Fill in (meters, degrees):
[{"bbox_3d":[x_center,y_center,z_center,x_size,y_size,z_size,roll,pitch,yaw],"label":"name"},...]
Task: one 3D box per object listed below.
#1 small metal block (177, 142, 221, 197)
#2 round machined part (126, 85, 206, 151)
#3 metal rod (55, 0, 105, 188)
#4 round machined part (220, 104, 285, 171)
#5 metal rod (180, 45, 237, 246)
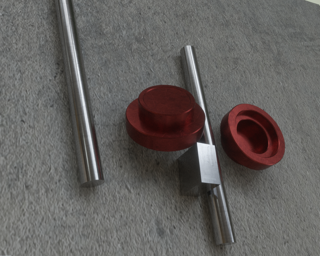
[{"bbox_3d":[0.046,0.052,0.381,0.025,0.050,0.050,11,57,-23],"label":"small metal block"},{"bbox_3d":[0.007,-0.019,0.381,0.099,0.042,0.098,3,37,-2],"label":"round machined part"},{"bbox_3d":[-0.107,-0.073,0.390,0.025,0.025,0.299,-1,62,-29],"label":"metal rod"},{"bbox_3d":[0.129,0.017,0.452,0.099,0.042,0.098,14,56,-21],"label":"round machined part"},{"bbox_3d":[0.061,0.005,0.433,0.025,0.025,0.299,7,59,-25],"label":"metal rod"}]
